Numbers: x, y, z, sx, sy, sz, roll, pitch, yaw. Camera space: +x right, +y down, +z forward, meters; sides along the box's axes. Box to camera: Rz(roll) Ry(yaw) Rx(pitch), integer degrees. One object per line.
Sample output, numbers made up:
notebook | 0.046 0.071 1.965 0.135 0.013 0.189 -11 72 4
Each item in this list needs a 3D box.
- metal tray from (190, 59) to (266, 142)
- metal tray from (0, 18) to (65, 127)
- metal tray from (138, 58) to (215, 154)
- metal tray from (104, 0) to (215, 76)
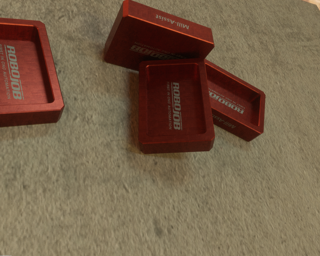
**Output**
metal tray | 0.102 -0.045 0.485 0.131 0.030 0.090 26 52 -12
metal tray | -0.168 -0.066 0.350 0.091 0.030 0.130 -6 65 -31
metal tray | 0.019 -0.032 0.407 0.091 0.030 0.130 -3 59 1
metal tray | -0.002 -0.115 0.432 0.131 0.090 0.030 11 57 -23
